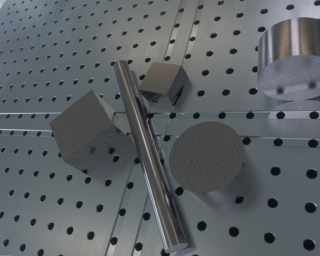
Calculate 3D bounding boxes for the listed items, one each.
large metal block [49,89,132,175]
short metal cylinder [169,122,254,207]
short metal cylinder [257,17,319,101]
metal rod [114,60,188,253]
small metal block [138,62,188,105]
[{"bbox_3d":[-0.100,0.005,0.442,0.080,0.050,0.080,-38,51,2],"label":"large metal block"},{"bbox_3d":[0.057,0.040,0.338,0.080,0.050,0.080,-13,56,21],"label":"short metal cylinder"},{"bbox_3d":[0.149,-0.073,0.339,0.080,0.080,0.050,-4,60,26],"label":"short metal cylinder"},{"bbox_3d":[-0.023,0.012,0.412,0.025,0.025,0.299,-28,52,11],"label":"metal rod"},{"bbox_3d":[0.004,-0.065,0.446,0.050,0.025,0.050,15,69,34],"label":"small metal block"}]
